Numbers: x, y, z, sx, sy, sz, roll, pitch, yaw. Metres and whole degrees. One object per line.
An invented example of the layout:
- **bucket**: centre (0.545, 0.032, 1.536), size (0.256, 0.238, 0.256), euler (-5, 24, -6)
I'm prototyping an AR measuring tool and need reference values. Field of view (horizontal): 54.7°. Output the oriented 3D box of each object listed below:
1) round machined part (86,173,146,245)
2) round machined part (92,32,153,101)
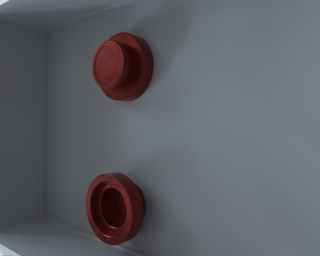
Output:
- **round machined part**: centre (-0.059, 0.113, 0.445), size (0.098, 0.042, 0.097), euler (0, 90, 40)
- **round machined part**: centre (-0.060, -0.088, 0.445), size (0.098, 0.042, 0.097), euler (0, 90, 40)
